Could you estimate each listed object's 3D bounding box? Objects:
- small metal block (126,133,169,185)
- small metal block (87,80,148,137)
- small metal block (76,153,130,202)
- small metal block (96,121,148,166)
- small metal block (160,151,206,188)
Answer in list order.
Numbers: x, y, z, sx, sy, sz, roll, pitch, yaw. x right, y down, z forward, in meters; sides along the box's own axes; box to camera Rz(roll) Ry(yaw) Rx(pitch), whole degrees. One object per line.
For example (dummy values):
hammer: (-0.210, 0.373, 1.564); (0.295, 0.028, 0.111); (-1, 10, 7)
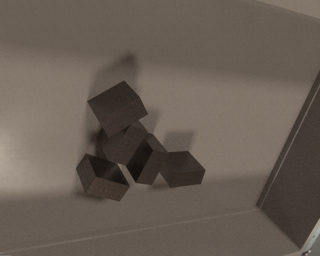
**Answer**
small metal block: (-0.020, 0.039, 0.407); (0.025, 0.050, 0.050); (16, 110, -35)
small metal block: (-0.049, -0.023, 0.353); (0.050, 0.050, 0.025); (-31, 129, -9)
small metal block: (-0.073, 0.063, 0.393); (0.050, 0.050, 0.025); (25, 104, -37)
small metal block: (-0.047, 0.009, 0.373); (0.025, 0.050, 0.050); (23, 106, -37)
small metal block: (0.029, 0.058, 0.446); (0.050, 0.050, 0.025); (-1, 119, -29)
